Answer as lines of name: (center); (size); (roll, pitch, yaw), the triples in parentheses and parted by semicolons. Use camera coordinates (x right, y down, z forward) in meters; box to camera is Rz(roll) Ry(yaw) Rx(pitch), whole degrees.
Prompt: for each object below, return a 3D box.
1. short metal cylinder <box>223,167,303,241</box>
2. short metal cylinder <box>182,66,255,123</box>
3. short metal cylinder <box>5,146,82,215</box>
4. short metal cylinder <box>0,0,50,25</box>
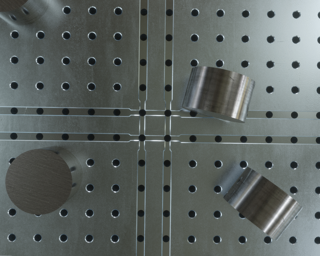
short metal cylinder: (0.127, 0.093, 0.388); (0.080, 0.080, 0.050); (38, 90, -1)
short metal cylinder: (0.072, -0.040, 0.387); (0.080, 0.080, 0.050); (15, 90, -1)
short metal cylinder: (-0.146, 0.065, 0.399); (0.081, 0.050, 0.079); (0, 90, -1)
short metal cylinder: (-0.190, -0.180, 0.398); (0.081, 0.050, 0.079); (0, 90, -1)
